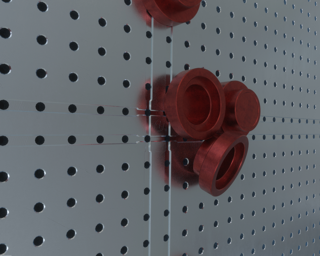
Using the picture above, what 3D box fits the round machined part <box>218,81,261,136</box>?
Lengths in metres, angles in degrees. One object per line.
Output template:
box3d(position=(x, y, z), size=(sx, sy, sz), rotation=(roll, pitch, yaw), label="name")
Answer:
box3d(position=(0.126, -0.028, 0.502), size=(0.099, 0.042, 0.097), rotation=(0, 90, -40), label="round machined part")

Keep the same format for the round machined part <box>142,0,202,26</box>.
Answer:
box3d(position=(0.022, -0.191, 0.415), size=(0.099, 0.042, 0.097), rotation=(0, 90, -40), label="round machined part")

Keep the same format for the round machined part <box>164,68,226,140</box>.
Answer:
box3d(position=(0.044, -0.032, 0.434), size=(0.099, 0.042, 0.097), rotation=(0, 90, -40), label="round machined part")

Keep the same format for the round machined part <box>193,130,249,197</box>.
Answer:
box3d(position=(0.085, 0.047, 0.452), size=(0.099, 0.042, 0.097), rotation=(-33, 137, -37), label="round machined part")
